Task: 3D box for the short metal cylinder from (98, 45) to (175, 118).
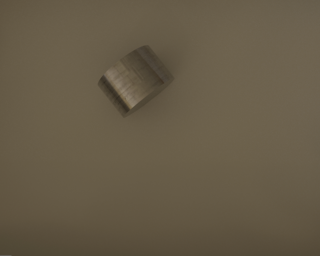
[{"bbox_3d":[-0.029,-0.057,0.384,0.080,0.080,0.050,-38,90,0],"label":"short metal cylinder"}]
